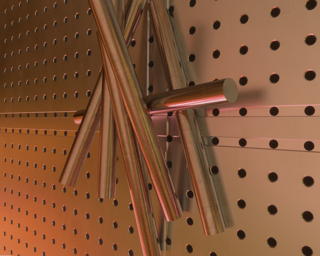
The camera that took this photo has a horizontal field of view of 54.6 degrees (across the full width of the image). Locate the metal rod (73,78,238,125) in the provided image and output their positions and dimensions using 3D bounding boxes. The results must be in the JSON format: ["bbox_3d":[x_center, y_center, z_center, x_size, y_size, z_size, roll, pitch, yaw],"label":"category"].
[{"bbox_3d":[-0.033,-0.027,0.413,0.299,0.025,0.025,-6,87,47],"label":"metal rod"}]

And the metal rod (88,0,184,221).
[{"bbox_3d":[-0.028,-0.026,0.369,0.025,0.025,0.299,-9,104,40],"label":"metal rod"}]

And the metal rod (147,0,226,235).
[{"bbox_3d":[0.029,-0.022,0.385,0.025,0.025,0.299,-22,76,38],"label":"metal rod"}]

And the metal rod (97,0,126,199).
[{"bbox_3d":[-0.064,-0.058,0.409,0.025,0.025,0.298,4,92,40],"label":"metal rod"}]

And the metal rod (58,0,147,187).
[{"bbox_3d":[-0.077,-0.060,0.436,0.025,0.025,0.299,23,93,38],"label":"metal rod"}]

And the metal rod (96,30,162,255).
[{"bbox_3d":[-0.037,0.027,0.398,0.025,0.025,0.298,-4,101,40],"label":"metal rod"}]
